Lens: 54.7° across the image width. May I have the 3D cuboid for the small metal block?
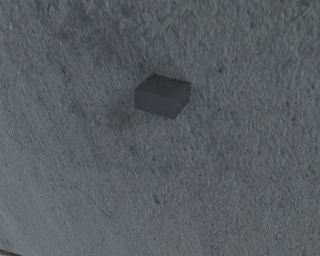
[{"bbox_3d":[0.004,-0.038,0.364,0.050,0.050,0.025,17,125,18],"label":"small metal block"}]
